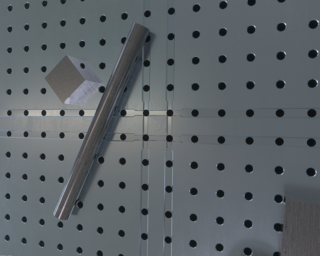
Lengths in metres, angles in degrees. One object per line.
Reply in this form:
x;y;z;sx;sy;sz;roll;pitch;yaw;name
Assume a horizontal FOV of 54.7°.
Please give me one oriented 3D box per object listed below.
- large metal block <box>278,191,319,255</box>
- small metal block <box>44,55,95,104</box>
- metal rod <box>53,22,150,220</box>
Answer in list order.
0.176;0.119;0.337;0.080;0.050;0.079;5;92;19;large metal block
-0.134;-0.071;0.460;0.050;0.025;0.050;-42;77;15;small metal block
-0.086;-0.004;0.442;0.025;0.025;0.298;27;99;18;metal rod
